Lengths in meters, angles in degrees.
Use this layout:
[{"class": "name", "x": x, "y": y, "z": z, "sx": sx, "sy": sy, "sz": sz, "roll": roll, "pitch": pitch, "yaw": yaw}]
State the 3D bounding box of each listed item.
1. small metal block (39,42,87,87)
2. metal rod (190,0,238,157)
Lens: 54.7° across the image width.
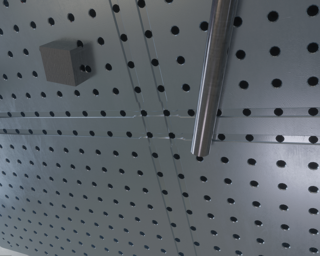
[{"class": "small metal block", "x": -0.133, "y": -0.089, "z": 0.426, "sx": 0.050, "sy": 0.025, "sz": 0.050, "roll": 13, "pitch": 124, "yaw": 21}, {"class": "metal rod", "x": 0.061, "y": -0.095, "z": 0.320, "sx": 0.025, "sy": 0.025, "sz": 0.298, "roll": 17, "pitch": 125, "yaw": 18}]
